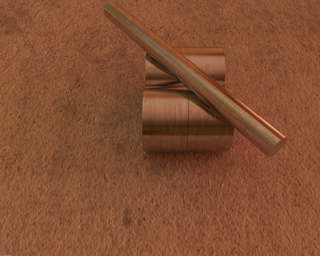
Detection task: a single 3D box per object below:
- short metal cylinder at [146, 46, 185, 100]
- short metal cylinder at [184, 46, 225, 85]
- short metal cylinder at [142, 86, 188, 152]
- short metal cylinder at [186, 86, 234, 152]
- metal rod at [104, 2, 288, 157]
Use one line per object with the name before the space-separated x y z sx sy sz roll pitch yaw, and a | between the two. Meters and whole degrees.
short metal cylinder | 0.007 -0.073 0.430 0.050 0.080 0.080 1 50 0
short metal cylinder | 0.058 -0.072 0.430 0.050 0.080 0.080 1 50 0
short metal cylinder | 0.006 -0.011 0.378 0.050 0.080 0.080 1 50 0
short metal cylinder | 0.057 -0.011 0.379 0.050 0.080 0.080 1 50 0
metal rod | 0.020 -0.075 0.364 0.025 0.025 0.300 -29 56 -22
